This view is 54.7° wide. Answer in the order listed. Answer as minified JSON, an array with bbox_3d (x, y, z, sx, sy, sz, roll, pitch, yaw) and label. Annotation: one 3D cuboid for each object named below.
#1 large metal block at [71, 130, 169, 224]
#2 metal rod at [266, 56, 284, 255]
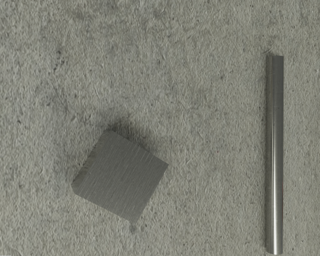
[{"bbox_3d":[-0.050,0.057,0.378,0.080,0.050,0.080,33,79,-18],"label":"large metal block"},{"bbox_3d":[0.177,0.041,0.476,0.025,0.025,0.298,0,90,-20],"label":"metal rod"}]
